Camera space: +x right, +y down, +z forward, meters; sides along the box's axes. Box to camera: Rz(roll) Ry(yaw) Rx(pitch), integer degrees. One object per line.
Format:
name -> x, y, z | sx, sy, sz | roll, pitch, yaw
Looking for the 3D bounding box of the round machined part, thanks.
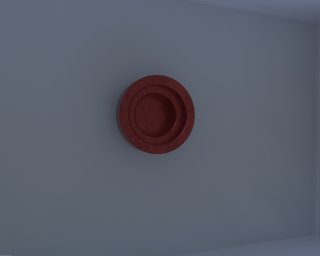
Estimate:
round machined part -> -0.008, -0.017, 0.399 | 0.099, 0.042, 0.097 | 0, 90, -21
